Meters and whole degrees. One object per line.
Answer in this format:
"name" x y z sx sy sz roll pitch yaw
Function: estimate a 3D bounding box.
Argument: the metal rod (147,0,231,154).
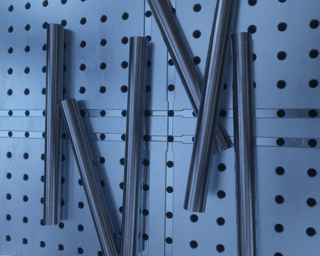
"metal rod" 0.021 -0.108 0.405 0.025 0.025 0.299 -25 82 18

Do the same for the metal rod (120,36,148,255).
"metal rod" -0.035 0.027 0.425 0.025 0.025 0.298 3 91 20

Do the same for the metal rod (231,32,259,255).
"metal rod" 0.103 0.036 0.376 0.025 0.025 0.298 -2 89 20

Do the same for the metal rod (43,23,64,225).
"metal rod" -0.161 -0.005 0.470 0.025 0.025 0.298 1 90 20

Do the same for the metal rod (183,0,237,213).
"metal rod" 0.064 -0.053 0.369 0.025 0.025 0.299 8 85 20

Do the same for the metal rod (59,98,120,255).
"metal rod" -0.092 0.102 0.445 0.025 0.025 0.299 -20 83 19
